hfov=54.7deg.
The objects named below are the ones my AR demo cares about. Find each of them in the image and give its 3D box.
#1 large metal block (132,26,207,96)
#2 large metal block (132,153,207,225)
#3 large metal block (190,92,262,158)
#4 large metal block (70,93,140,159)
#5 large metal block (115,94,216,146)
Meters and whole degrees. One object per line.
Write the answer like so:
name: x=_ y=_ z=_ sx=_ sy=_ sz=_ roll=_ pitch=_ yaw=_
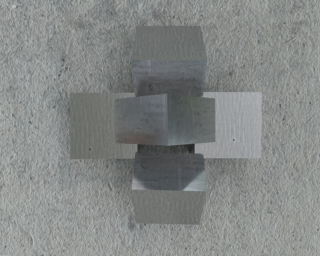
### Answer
large metal block: x=0.011 y=-0.083 z=0.378 sx=0.081 sy=0.080 sz=0.050 roll=0 pitch=134 yaw=0
large metal block: x=0.010 y=0.076 z=0.378 sx=0.081 sy=0.080 sz=0.050 roll=1 pitch=47 yaw=0
large metal block: x=0.082 y=-0.004 z=0.397 sx=0.081 sy=0.050 sz=0.079 roll=0 pitch=90 yaw=-1
large metal block: x=-0.068 y=-0.003 z=0.398 sx=0.081 sy=0.050 sz=0.079 roll=0 pitch=90 yaw=-1
large metal block: x=0.006 y=-0.008 z=0.351 sx=0.080 sy=0.081 sz=0.050 roll=0 pitch=90 yaw=44
